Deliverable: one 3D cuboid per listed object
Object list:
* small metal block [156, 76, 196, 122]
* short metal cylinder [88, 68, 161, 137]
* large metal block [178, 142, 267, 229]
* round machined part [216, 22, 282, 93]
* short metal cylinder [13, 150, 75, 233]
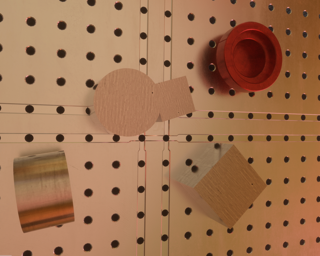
[{"bbox_3d":[0.015,-0.039,0.419,0.050,0.025,0.050,-18,96,-20],"label":"small metal block"},{"bbox_3d":[-0.045,-0.030,0.383,0.081,0.050,0.079,0,90,-20],"label":"short metal cylinder"},{"bbox_3d":[0.087,0.078,0.433,0.080,0.050,0.080,-44,104,-15],"label":"large metal block"},{"bbox_3d":[0.124,-0.100,0.451,0.099,0.042,0.097,0,90,-21],"label":"round machined part"},{"bbox_3d":[-0.126,0.068,0.338,0.050,0.080,0.079,-8,93,-20],"label":"short metal cylinder"}]
